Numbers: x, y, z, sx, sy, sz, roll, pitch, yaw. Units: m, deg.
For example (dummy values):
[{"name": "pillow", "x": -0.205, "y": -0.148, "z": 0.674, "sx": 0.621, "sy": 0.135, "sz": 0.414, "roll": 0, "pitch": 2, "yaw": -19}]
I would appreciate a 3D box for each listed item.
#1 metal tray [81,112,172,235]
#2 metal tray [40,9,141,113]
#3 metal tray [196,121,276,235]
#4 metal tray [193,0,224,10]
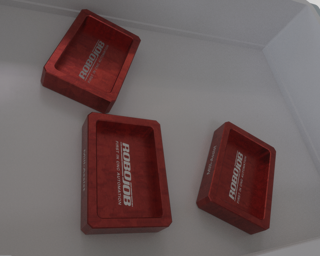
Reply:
[{"name": "metal tray", "x": -0.040, "y": 0.049, "z": 0.350, "sx": 0.091, "sy": 0.030, "sz": 0.130, "roll": 7, "pitch": 59, "yaw": -25}, {"name": "metal tray", "x": -0.086, "y": -0.092, "z": 0.411, "sx": 0.090, "sy": 0.030, "sz": 0.130, "roll": 25, "pitch": 53, "yaw": -13}, {"name": "metal tray", "x": 0.108, "y": 0.064, "z": 0.420, "sx": 0.090, "sy": 0.030, "sz": 0.130, "roll": 29, "pitch": 52, "yaw": -10}, {"name": "metal tray", "x": 0.085, "y": -0.311, "z": 0.639, "sx": 0.091, "sy": 0.030, "sz": 0.130, "roll": 17, "pitch": 55, "yaw": -19}]
